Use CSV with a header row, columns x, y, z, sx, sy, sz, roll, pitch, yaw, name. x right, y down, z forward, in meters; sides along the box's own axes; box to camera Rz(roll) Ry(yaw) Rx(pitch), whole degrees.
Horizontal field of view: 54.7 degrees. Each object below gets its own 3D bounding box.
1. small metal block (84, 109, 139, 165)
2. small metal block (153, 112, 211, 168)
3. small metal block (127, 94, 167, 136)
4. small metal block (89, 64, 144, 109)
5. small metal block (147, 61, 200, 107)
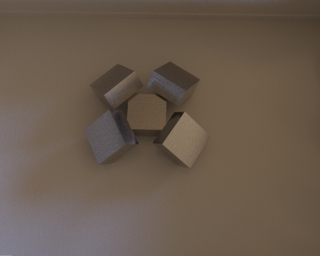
x,y,z,sx,sy,sz,roll,pitch,yaw,name
-0.062,0.012,0.390,0.050,0.025,0.050,-37,70,27,small metal block
0.028,0.015,0.390,0.050,0.025,0.050,42,72,-22,small metal block
-0.017,-0.017,0.413,0.050,0.025,0.050,2,70,0,small metal block
-0.059,-0.057,0.414,0.050,0.025,0.050,-41,38,-13,small metal block
0.019,-0.061,0.417,0.050,0.025,0.050,33,36,11,small metal block
